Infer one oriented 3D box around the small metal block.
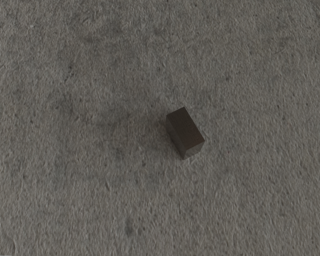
[{"bbox_3d":[0.030,0.008,0.392,0.025,0.050,0.050,-26,73,-9],"label":"small metal block"}]
